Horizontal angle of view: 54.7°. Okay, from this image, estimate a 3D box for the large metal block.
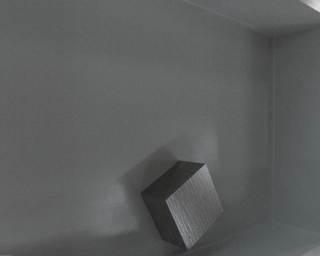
[{"bbox_3d":[0.032,0.101,0.420,0.081,0.050,0.080,-35,112,-35],"label":"large metal block"}]
